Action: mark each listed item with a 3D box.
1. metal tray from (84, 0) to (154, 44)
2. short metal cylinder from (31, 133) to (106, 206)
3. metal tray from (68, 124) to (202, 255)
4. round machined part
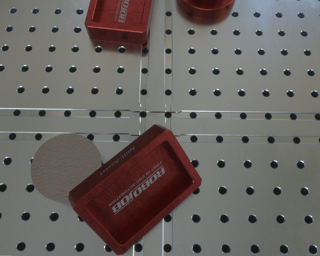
[{"bbox_3d":[-0.057,-0.197,0.480,0.091,0.030,0.130,7,70,2],"label":"metal tray"},{"bbox_3d":[-0.107,0.052,0.378,0.081,0.050,0.080,0,70,-1],"label":"short metal cylinder"},{"bbox_3d":[-0.024,0.069,0.355,0.130,0.030,0.090,-39,117,-13],"label":"metal tray"},{"bbox_3d":[0.075,-0.225,0.486,0.099,0.042,0.098,0,70,-1],"label":"round machined part"}]
